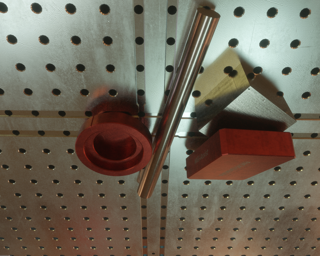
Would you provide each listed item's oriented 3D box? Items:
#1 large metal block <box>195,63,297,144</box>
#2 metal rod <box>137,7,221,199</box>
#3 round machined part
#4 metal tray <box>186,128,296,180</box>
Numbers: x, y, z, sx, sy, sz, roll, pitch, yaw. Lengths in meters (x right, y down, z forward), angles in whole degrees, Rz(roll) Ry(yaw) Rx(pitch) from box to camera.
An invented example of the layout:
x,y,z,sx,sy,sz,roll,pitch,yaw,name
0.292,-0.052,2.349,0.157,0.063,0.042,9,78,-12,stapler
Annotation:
x,y,z,sx,sy,sz,roll,pitch,yaw,name
0.102,-0.018,0.382,0.080,0.050,0.080,31,124,-24,large metal block
0.012,-0.006,0.406,0.025,0.025,0.298,11,129,-10,metal rod
-0.059,0.017,0.414,0.099,0.042,0.097,-1,130,0,round machined part
0.096,0.039,0.399,0.091,0.030,0.129,3,158,-13,metal tray
